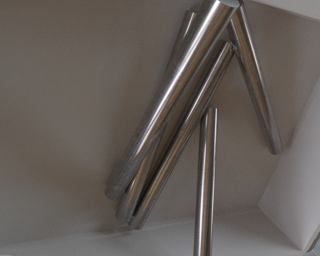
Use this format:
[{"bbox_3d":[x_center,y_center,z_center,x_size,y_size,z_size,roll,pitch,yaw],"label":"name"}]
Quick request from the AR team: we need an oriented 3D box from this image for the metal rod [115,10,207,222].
[{"bbox_3d":[-0.006,0.001,0.405,0.025,0.025,0.298,6,115,-31],"label":"metal rod"}]

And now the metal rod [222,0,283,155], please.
[{"bbox_3d":[0.139,-0.047,0.435,0.025,0.025,0.300,-39,136,-2],"label":"metal rod"}]

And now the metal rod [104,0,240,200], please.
[{"bbox_3d":[-0.009,-0.003,0.328,0.025,0.025,0.298,0,142,-29],"label":"metal rod"}]

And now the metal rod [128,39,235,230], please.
[{"bbox_3d":[0.025,0.021,0.434,0.025,0.025,0.298,14,111,-34],"label":"metal rod"}]

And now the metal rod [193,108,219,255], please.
[{"bbox_3d":[0.061,0.122,0.425,0.025,0.025,0.298,5,86,-31],"label":"metal rod"}]
